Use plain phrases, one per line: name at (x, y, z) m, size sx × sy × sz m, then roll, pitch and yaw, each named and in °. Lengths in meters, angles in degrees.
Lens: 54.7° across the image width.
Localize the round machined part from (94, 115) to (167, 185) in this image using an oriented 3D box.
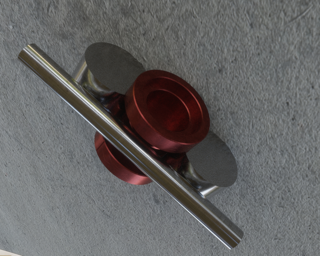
round machined part at (-0.027, 0.017, 0.383) m, size 0.098 × 0.098 × 0.042 m, roll 43°, pitch 125°, yaw -2°

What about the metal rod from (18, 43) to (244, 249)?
metal rod at (-0.029, 0.021, 0.332) m, size 0.300 × 0.025 × 0.025 m, roll 42°, pitch 129°, yaw -2°

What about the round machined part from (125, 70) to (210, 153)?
round machined part at (0.005, -0.014, 0.349) m, size 0.098 × 0.098 × 0.042 m, roll 43°, pitch 133°, yaw -2°

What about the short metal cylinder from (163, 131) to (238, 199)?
short metal cylinder at (0.046, 0.046, 0.375) m, size 0.080 × 0.080 × 0.050 m, roll 43°, pitch 129°, yaw -2°

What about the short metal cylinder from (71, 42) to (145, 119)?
short metal cylinder at (-0.061, -0.055, 0.369) m, size 0.080 × 0.080 × 0.050 m, roll 43°, pitch 129°, yaw -2°
